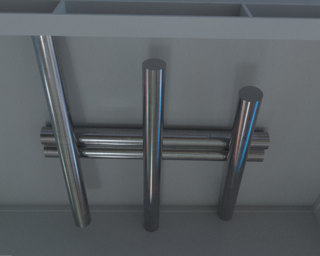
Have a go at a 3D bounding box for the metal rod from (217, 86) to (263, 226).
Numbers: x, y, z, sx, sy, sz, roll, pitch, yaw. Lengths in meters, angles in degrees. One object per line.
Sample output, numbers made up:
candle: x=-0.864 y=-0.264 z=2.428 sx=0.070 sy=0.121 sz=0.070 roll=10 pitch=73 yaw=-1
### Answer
metal rod: x=0.104 y=0.063 z=0.433 sx=0.025 sy=0.025 sz=0.298 roll=-3 pitch=139 yaw=2

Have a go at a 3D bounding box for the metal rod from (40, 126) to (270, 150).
metal rod: x=-0.005 y=0.014 z=0.420 sx=0.302 sy=0.025 sz=0.025 roll=1 pitch=130 yaw=-2

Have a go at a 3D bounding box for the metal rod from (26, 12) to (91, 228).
metal rod: x=-0.117 y=0.014 z=0.386 sx=0.025 sy=0.025 sz=0.298 roll=-1 pitch=122 yaw=0

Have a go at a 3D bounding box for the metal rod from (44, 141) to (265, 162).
metal rod: x=-0.006 y=0.032 z=0.435 sx=0.302 sy=0.025 sz=0.025 roll=1 pitch=130 yaw=-2

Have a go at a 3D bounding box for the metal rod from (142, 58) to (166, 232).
metal rod: x=-0.010 y=0.047 z=0.415 sx=0.025 sy=0.025 sz=0.298 roll=1 pitch=131 yaw=-1
